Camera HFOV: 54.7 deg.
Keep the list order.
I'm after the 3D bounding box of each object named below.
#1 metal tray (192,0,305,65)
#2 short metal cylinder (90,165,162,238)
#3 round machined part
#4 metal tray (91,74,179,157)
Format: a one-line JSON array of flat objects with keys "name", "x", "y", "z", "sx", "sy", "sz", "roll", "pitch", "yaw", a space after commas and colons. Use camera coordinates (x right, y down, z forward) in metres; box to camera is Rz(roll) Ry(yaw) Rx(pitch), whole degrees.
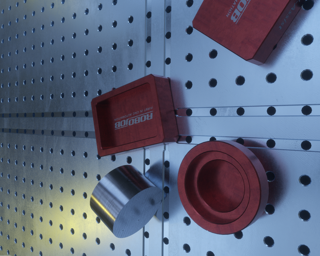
[{"name": "metal tray", "x": 0.102, "y": -0.144, "z": 0.321, "sx": 0.090, "sy": 0.030, "sz": 0.129, "roll": 44, "pitch": 116, "yaw": 31}, {"name": "short metal cylinder", "x": -0.044, "y": 0.096, "z": 0.407, "sx": 0.050, "sy": 0.081, "sz": 0.079, "roll": 36, "pitch": 112, "yaw": 34}, {"name": "round machined part", "x": 0.071, "y": 0.062, "z": 0.339, "sx": 0.098, "sy": 0.042, "sz": 0.097, "roll": 0, "pitch": 90, "yaw": 39}, {"name": "metal tray", "x": -0.040, "y": -0.013, "z": 0.436, "sx": 0.130, "sy": 0.030, "sz": 0.090, "roll": -15, "pitch": 80, "yaw": 38}]
